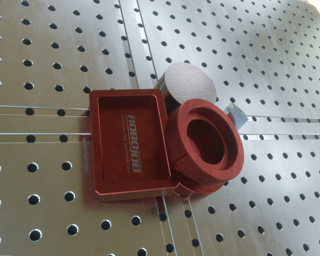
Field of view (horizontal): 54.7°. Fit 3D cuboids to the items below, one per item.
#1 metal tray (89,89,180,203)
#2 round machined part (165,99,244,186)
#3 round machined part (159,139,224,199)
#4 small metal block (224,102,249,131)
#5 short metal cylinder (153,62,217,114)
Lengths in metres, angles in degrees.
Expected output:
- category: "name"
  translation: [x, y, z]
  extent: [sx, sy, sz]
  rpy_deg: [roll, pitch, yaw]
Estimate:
- category: "metal tray"
  translation: [-0.034, 0.016, 0.364]
  extent: [0.091, 0.030, 0.130]
  rpy_deg: [-3, 62, -14]
- category: "round machined part"
  translation: [0.045, 0.019, 0.350]
  extent: [0.099, 0.042, 0.098]
  rpy_deg: [21, 52, -29]
- category: "round machined part"
  translation: [0.048, 0.038, 0.401]
  extent: [0.099, 0.042, 0.098]
  rpy_deg: [14, 56, -21]
- category: "small metal block"
  translation: [0.095, -0.007, 0.437]
  extent: [0.025, 0.050, 0.050]
  rpy_deg: [40, 16, -2]
- category: "short metal cylinder"
  translation: [0.032, -0.046, 0.439]
  extent: [0.081, 0.050, 0.080]
  rpy_deg: [14, 56, -21]
